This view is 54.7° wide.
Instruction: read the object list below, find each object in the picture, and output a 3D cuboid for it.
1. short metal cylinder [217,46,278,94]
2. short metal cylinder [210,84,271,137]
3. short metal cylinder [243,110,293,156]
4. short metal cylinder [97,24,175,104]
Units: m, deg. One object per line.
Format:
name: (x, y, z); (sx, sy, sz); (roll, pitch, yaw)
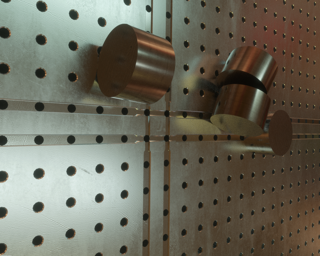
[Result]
short metal cylinder: (0.137, -0.081, 0.487); (0.080, 0.080, 0.050); (45, 63, -31)
short metal cylinder: (0.124, -0.026, 0.476); (0.080, 0.080, 0.050); (32, 71, -36)
short metal cylinder: (0.194, 0.008, 0.555); (0.081, 0.050, 0.079); (0, 90, -40)
short metal cylinder: (-0.028, -0.070, 0.349); (0.050, 0.080, 0.080); (8, 85, -40)
